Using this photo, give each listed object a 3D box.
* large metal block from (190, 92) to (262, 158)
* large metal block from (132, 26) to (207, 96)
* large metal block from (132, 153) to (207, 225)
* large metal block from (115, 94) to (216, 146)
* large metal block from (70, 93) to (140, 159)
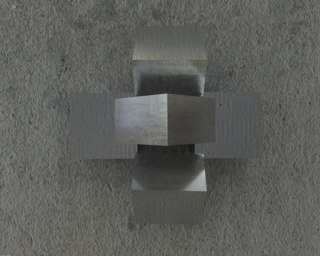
[{"bbox_3d":[0.082,-0.004,0.397,0.081,0.050,0.079,0,90,-1],"label":"large metal block"},{"bbox_3d":[0.011,-0.083,0.378,0.081,0.080,0.050,0,134,0],"label":"large metal block"},{"bbox_3d":[0.010,0.076,0.378,0.081,0.080,0.050,1,47,0],"label":"large metal block"},{"bbox_3d":[0.006,-0.008,0.351,0.080,0.081,0.050,0,90,44],"label":"large metal block"},{"bbox_3d":[-0.068,-0.003,0.398,0.081,0.050,0.079,0,90,-1],"label":"large metal block"}]
